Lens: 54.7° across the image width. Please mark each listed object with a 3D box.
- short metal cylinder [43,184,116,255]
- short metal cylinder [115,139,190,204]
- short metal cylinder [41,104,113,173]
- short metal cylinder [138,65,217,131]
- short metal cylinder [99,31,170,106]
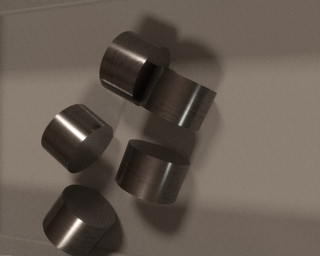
[{"bbox_3d":[-0.108,0.122,0.418,0.080,0.080,0.050,40,103,15],"label":"short metal cylinder"},{"bbox_3d":[-0.009,0.052,0.384,0.080,0.080,0.050,23,98,18],"label":"short metal cylinder"},{"bbox_3d":[-0.110,0.014,0.419,0.050,0.080,0.080,38,102,16],"label":"short metal cylinder"},{"bbox_3d":[0.021,-0.036,0.373,0.080,0.080,0.050,28,99,17],"label":"short metal cylinder"},{"bbox_3d":[-0.030,-0.074,0.391,0.050,0.080,0.080,30,100,18],"label":"short metal cylinder"}]
